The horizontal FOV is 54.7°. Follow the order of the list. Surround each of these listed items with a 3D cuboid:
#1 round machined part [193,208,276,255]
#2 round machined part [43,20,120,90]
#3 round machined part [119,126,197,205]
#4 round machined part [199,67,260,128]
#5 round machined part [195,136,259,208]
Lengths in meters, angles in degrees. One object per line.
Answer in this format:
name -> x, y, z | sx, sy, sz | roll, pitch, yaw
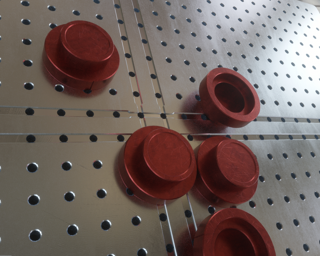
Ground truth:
round machined part -> 0.080, 0.145, 0.354 | 0.099, 0.042, 0.098 | 14, 56, -21
round machined part -> -0.099, -0.101, 0.407 | 0.099, 0.042, 0.098 | 14, 56, -21
round machined part -> 0.003, 0.039, 0.377 | 0.099, 0.042, 0.098 | 14, 56, -21
round machined part -> 0.102, -0.042, 0.481 | 0.099, 0.042, 0.098 | 14, 56, -21
round machined part -> 0.093, 0.053, 0.417 | 0.099, 0.042, 0.098 | 14, 56, -21
